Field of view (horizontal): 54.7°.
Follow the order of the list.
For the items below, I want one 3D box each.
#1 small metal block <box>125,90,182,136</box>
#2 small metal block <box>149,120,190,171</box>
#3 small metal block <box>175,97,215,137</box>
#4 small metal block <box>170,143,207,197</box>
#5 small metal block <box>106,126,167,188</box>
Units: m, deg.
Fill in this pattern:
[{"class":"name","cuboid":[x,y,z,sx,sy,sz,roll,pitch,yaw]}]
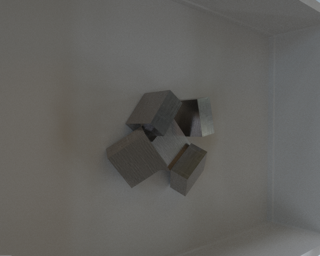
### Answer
[{"class":"small metal block","cuboid":[-0.008,-0.018,0.383,0.025,0.050,0.050,44,63,-31]},{"class":"small metal block","cuboid":[0.007,0.021,0.412,0.050,0.025,0.050,-50,120,-29]},{"class":"small metal block","cuboid":[0.044,-0.015,0.427,0.025,0.050,0.050,-15,100,-40]},{"class":"small metal block","cuboid":[0.039,0.057,0.422,0.050,0.025,0.050,-49,156,-29]},{"class":"small metal block","cuboid":[-0.028,0.035,0.368,0.050,0.025,0.050,-33,115,0]}]
